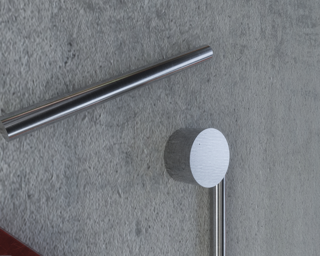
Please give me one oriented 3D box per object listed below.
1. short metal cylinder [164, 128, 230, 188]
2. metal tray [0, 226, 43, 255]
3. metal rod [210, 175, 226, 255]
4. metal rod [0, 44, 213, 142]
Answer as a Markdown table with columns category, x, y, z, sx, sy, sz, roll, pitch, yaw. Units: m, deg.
| category | x | y | z | sx | sy | sz | roll | pitch | yaw |
| --- | --- | --- | --- | --- | --- | --- | --- | --- | --- |
| short metal cylinder | 0.052 | 0.040 | 0.435 | 0.081 | 0.050 | 0.079 | 0 | 90 | -40 |
| metal tray | -0.150 | 0.146 | 0.277 | 0.130 | 0.030 | 0.090 | 52 | 60 | -28 |
| metal rod | 0.091 | 0.185 | 0.483 | 0.025 | 0.025 | 0.298 | 0 | 90 | -40 |
| metal rod | -0.038 | -0.056 | 0.374 | 0.302 | 0.025 | 0.025 | -28 | 108 | -37 |
